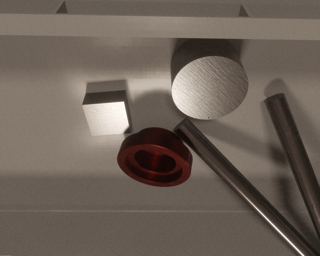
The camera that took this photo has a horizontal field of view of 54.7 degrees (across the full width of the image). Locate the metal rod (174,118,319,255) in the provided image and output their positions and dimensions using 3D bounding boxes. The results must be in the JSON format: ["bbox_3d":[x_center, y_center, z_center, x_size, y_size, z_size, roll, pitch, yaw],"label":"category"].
[{"bbox_3d":[0.132,0.100,0.430,0.300,0.025,0.025,45,119,-9],"label":"metal rod"}]

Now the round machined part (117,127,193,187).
[{"bbox_3d":[-0.005,0.036,0.419,0.099,0.042,0.097,8,140,7],"label":"round machined part"}]

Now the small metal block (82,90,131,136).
[{"bbox_3d":[-0.065,-0.018,0.392,0.050,0.025,0.050,-4,130,3],"label":"small metal block"}]

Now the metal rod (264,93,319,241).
[{"bbox_3d":[0.205,0.094,0.414,0.025,0.025,0.299,-22,103,17],"label":"metal rod"}]

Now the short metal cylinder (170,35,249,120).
[{"bbox_3d":[0.053,-0.056,0.346,0.081,0.050,0.079,0,130,0],"label":"short metal cylinder"}]
